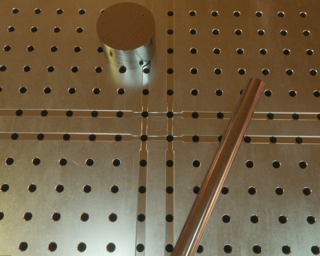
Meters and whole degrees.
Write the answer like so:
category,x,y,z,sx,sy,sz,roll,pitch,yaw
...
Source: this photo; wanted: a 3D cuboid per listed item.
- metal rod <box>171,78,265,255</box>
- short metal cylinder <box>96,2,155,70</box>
category,x,y,z,sx,sy,sz,roll,pitch,yaw
metal rod,0.070,0.063,0.388,0.025,0.025,0.300,25,72,8
short metal cylinder,-0.046,-0.131,0.446,0.081,0.050,0.080,0,70,0
